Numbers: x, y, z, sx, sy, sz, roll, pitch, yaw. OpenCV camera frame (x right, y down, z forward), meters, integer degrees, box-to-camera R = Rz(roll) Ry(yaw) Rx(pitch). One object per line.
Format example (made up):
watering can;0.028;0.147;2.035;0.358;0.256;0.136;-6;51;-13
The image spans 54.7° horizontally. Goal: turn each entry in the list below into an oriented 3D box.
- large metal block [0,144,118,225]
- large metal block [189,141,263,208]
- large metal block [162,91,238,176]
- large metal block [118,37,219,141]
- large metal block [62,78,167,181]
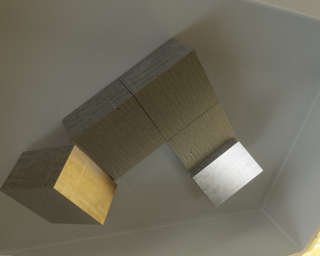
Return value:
large metal block;-0.109;0.066;0.343;0.080;0.050;0.080;-8;137;29
large metal block;0.092;0.067;0.454;0.080;0.050;0.080;-38;173;-3
large metal block;0.048;0.005;0.419;0.080;0.050;0.080;-38;129;-3
large metal block;0.012;-0.045;0.368;0.080;0.050;0.080;-38;129;-3
large metal block;-0.052;0.004;0.364;0.080;0.050;0.080;-38;129;-3
